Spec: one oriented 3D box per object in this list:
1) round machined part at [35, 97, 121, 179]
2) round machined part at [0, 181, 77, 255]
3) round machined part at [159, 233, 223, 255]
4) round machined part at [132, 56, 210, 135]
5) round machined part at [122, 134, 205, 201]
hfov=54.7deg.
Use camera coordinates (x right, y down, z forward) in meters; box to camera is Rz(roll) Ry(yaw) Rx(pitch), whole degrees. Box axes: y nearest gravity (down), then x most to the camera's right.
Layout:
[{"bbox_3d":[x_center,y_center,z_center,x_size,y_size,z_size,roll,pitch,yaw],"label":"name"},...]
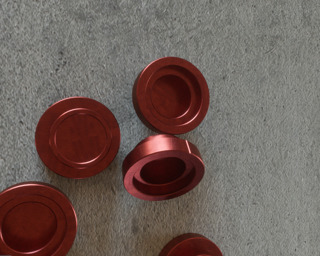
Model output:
[{"bbox_3d":[-0.094,0.012,0.365,0.099,0.042,0.097,0,90,-20],"label":"round machined part"},{"bbox_3d":[-0.145,0.108,0.347,0.099,0.042,0.097,0,90,-20],"label":"round machined part"},{"bbox_3d":[0.046,0.197,0.417,0.099,0.042,0.097,0,90,-20],"label":"round machined part"},{"bbox_3d":[0.011,-0.039,0.401,0.099,0.042,0.097,2,86,-21],"label":"round machined part"},{"bbox_3d":[0.002,0.045,0.383,0.099,0.042,0.097,-7,135,-7],"label":"round machined part"}]
